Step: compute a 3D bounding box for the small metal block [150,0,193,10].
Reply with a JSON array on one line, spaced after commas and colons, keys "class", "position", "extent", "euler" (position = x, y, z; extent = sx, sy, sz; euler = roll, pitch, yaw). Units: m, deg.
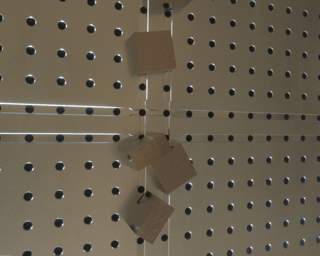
[{"class": "small metal block", "position": [0.012, -0.190, 0.418], "extent": [0.050, 0.025, 0.050], "euler": [-14, 95, -20]}]

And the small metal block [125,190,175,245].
[{"class": "small metal block", "position": [-0.014, 0.112, 0.396], "extent": [0.025, 0.050, 0.050], "euler": [38, 78, -17]}]

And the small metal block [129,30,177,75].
[{"class": "small metal block", "position": [-0.010, -0.100, 0.410], "extent": [0.050, 0.025, 0.050], "euler": [-10, 94, -20]}]

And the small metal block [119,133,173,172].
[{"class": "small metal block", "position": [-0.019, 0.028, 0.393], "extent": [0.050, 0.050, 0.025], "euler": [-29, 100, -18]}]

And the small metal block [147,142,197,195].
[{"class": "small metal block", "position": [0.014, 0.053, 0.419], "extent": [0.050, 0.025, 0.050], "euler": [-31, 101, -18]}]
